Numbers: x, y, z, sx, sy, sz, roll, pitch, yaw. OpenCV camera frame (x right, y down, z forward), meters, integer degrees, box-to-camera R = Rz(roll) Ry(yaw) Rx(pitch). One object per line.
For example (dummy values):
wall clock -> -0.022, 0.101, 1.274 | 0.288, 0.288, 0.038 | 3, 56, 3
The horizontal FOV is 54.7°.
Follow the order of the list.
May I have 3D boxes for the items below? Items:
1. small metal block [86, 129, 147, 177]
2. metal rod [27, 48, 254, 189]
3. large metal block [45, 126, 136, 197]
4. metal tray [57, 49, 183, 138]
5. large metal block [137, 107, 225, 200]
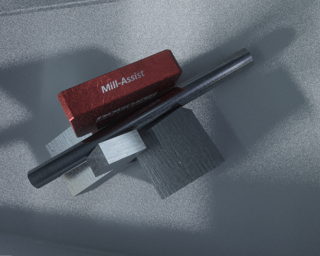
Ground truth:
small metal block -> -0.052, 0.030, 0.361 | 0.025, 0.050, 0.050 | 61, 144, 10
metal rod -> -0.024, -0.011, 0.377 | 0.301, 0.025, 0.025 | -30, 80, 2
large metal block -> -0.095, 0.035, 0.426 | 0.080, 0.050, 0.080 | -35, 79, 16
metal tray -> -0.045, -0.037, 0.361 | 0.131, 0.090, 0.030 | -25, 82, -15
large metal block -> 0.022, 0.031, 0.387 | 0.080, 0.050, 0.080 | -35, 79, 16
